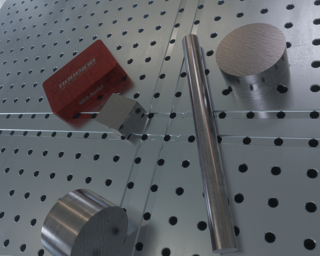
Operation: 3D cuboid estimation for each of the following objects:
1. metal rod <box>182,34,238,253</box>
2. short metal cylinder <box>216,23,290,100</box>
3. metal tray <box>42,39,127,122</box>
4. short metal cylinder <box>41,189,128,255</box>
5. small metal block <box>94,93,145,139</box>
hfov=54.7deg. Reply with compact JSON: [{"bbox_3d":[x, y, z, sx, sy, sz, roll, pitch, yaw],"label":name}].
[{"bbox_3d":[0.055,-0.006,0.383,0.025,0.025,0.299,-17,55,19],"label":"metal rod"},{"bbox_3d":[0.115,-0.081,0.382,0.080,0.050,0.080,-13,56,21],"label":"short metal cylinder"},{"bbox_3d":[-0.130,-0.082,0.524,0.130,0.030,0.090,-37,51,3],"label":"metal tray"},{"bbox_3d":[-0.082,0.115,0.346,0.050,0.080,0.080,19,72,35],"label":"short metal cylinder"},{"bbox_3d":[-0.059,-0.019,0.451,0.050,0.025,0.050,22,73,36],"label":"small metal block"}]
